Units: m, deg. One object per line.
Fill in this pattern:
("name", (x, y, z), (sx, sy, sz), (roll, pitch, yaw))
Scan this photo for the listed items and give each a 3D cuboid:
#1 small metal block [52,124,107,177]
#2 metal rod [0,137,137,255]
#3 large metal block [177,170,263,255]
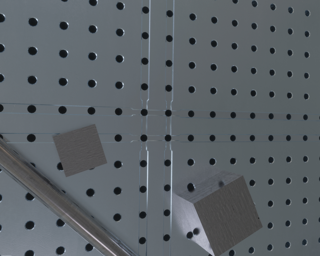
("small metal block", (-0.098, 0.026, 0.377), (0.050, 0.025, 0.050), (-18, 96, -19))
("metal rod", (-0.101, 0.109, 0.375), (0.300, 0.025, 0.025), (46, 76, -14))
("large metal block", (0.083, 0.115, 0.430), (0.081, 0.050, 0.080), (-25, 99, -18))
